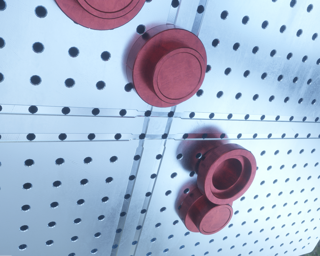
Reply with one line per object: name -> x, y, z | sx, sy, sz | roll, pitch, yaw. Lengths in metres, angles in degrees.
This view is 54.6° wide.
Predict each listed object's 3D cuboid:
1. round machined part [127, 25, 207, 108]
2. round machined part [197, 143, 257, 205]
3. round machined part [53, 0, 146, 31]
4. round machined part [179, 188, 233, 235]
round machined part -> 0.014, -0.068, 0.365 | 0.099, 0.042, 0.097 | -14, 124, -21
round machined part -> 0.100, 0.068, 0.491 | 0.099, 0.042, 0.097 | -11, 116, -23
round machined part -> -0.053, -0.139, 0.285 | 0.099, 0.042, 0.097 | -14, 124, -21
round machined part -> 0.086, 0.145, 0.536 | 0.099, 0.042, 0.097 | -14, 124, -21
